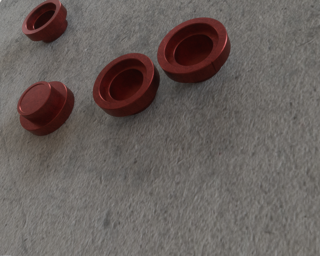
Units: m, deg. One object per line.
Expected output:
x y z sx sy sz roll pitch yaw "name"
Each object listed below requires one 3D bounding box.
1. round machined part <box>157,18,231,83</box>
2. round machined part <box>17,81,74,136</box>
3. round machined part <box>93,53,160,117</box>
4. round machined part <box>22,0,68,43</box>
0.049 -0.101 0.428 0.098 0.042 0.098 -13 56 20 "round machined part"
-0.197 -0.039 0.518 0.098 0.042 0.098 -13 56 20 "round machined part"
-0.044 -0.058 0.450 0.098 0.042 0.098 -13 56 20 "round machined part"
-0.234 -0.218 0.646 0.098 0.042 0.098 -13 56 20 "round machined part"
